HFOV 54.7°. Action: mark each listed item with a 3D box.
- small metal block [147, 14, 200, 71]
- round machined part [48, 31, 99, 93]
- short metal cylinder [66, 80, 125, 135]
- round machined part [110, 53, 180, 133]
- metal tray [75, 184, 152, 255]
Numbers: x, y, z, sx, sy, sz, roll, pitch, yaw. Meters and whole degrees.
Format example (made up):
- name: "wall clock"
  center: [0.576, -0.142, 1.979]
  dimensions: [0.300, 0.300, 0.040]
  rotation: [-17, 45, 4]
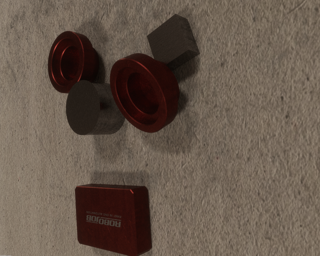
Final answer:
- name: "small metal block"
  center: [0.016, -0.105, 0.390]
  dimensions: [0.050, 0.025, 0.050]
  rotation: [-27, 73, 36]
- name: "round machined part"
  center: [-0.137, -0.104, 0.504]
  dimensions: [0.098, 0.042, 0.097]
  rotation: [0, 90, 39]
- name: "short metal cylinder"
  center: [-0.096, -0.029, 0.466]
  dimensions: [0.080, 0.050, 0.079]
  rotation: [0, 90, 39]
- name: "round machined part"
  center: [-0.014, -0.046, 0.387]
  dimensions: [0.098, 0.042, 0.097]
  rotation: [29, 136, 33]
- name: "metal tray"
  center: [-0.073, 0.131, 0.460]
  dimensions: [0.130, 0.030, 0.089]
  rotation: [-6, 86, 39]
